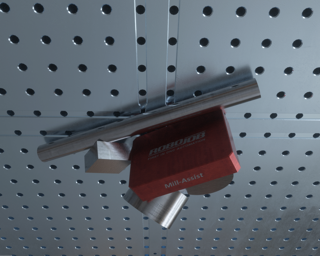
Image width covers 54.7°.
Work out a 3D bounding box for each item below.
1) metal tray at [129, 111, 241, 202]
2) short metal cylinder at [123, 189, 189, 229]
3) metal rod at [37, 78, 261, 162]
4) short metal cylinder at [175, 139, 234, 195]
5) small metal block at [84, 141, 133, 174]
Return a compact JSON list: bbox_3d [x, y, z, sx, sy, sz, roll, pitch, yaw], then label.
[{"bbox_3d":[0.027,0.032,0.392,0.130,0.090,0.030,-21,127,16],"label":"metal tray"},{"bbox_3d":[-0.006,0.101,0.448,0.080,0.080,0.050,39,78,-29],"label":"short metal cylinder"},{"bbox_3d":[-0.024,-0.006,0.402,0.301,0.025,0.025,-17,128,13],"label":"metal rod"},{"bbox_3d":[0.056,0.051,0.427,0.081,0.050,0.080,-3,139,-3],"label":"short metal cylinder"},{"bbox_3d":[-0.071,0.042,0.425,0.050,0.025,0.050,7,149,-31],"label":"small metal block"}]
